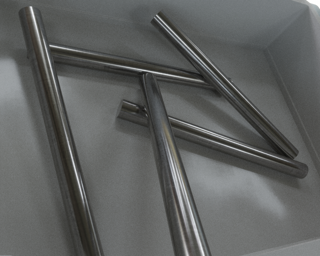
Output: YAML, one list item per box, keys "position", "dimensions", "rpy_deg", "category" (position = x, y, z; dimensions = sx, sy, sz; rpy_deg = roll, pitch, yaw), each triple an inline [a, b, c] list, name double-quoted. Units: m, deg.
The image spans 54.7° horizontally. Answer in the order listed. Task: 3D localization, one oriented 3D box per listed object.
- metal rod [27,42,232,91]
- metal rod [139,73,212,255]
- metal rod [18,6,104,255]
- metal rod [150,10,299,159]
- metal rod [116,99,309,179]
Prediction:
- position: [-0.025, -0.084, 0.442]
  dimensions: [0.302, 0.025, 0.025]
  rpy_deg: [6, 59, -25]
  category: "metal rod"
- position: [0.005, 0.020, 0.314]
  dimensions: [0.025, 0.025, 0.300]
  rpy_deg: [15, 31, -20]
  category: "metal rod"
- position: [-0.108, 0.001, 0.328]
  dimensions: [0.025, 0.025, 0.299]
  rpy_deg: [-9, 72, -32]
  category: "metal rod"
- position: [0.102, -0.059, 0.469]
  dimensions: [0.300, 0.025, 0.025]
  rpy_deg: [44, 51, -9]
  category: "metal rod"
- position: [0.085, 0.021, 0.438]
  dimensions: [0.302, 0.025, 0.025]
  rpy_deg: [19, 55, -17]
  category: "metal rod"
